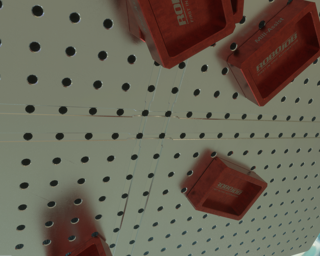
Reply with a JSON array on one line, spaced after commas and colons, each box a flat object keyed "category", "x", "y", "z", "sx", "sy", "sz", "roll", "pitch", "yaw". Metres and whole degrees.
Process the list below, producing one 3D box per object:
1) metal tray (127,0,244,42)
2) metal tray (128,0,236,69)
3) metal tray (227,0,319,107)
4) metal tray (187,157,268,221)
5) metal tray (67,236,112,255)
[{"category": "metal tray", "x": 0.030, "y": -0.151, "z": 0.332, "sx": 0.131, "sy": 0.030, "sz": 0.089, "roll": -17, "pitch": 126, "yaw": -19}, {"category": "metal tray", "x": 0.016, "y": -0.134, "z": 0.295, "sx": 0.090, "sy": 0.030, "sz": 0.130, "roll": -32, "pitch": 129, "yaw": -8}, {"category": "metal tray", "x": 0.167, "y": -0.104, "z": 0.437, "sx": 0.130, "sy": 0.030, "sz": 0.090, "roll": -42, "pitch": 130, "yaw": 0}, {"category": "metal tray", "x": 0.121, "y": 0.111, "z": 0.545, "sx": 0.131, "sy": 0.030, "sz": 0.090, "roll": 24, "pitch": 105, "yaw": -37}, {"category": "metal tray", "x": -0.100, "y": 0.229, "z": 0.432, "sx": 0.090, "sy": 0.130, "sz": 0.030, "roll": -34, "pitch": 129, "yaw": -6}]
